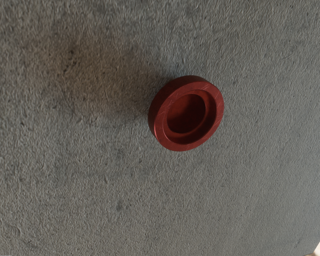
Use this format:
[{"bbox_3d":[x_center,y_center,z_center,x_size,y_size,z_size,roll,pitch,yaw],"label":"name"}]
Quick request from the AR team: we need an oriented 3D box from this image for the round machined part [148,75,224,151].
[{"bbox_3d":[0.029,-0.022,0.398,0.099,0.042,0.097,-14,124,-21],"label":"round machined part"}]
